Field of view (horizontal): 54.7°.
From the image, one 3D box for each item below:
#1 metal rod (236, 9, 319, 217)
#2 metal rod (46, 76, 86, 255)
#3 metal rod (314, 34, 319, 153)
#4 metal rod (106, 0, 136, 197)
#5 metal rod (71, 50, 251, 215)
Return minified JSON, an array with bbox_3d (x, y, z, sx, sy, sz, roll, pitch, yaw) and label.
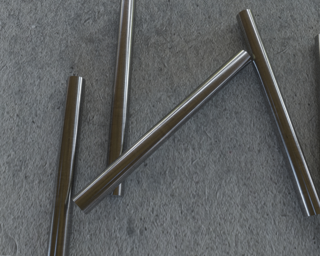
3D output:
[{"bbox_3d":[0.156,-0.034,0.421,0.025,0.025,0.299,-10,70,-4],"label":"metal rod"},{"bbox_3d":[-0.117,0.074,0.380,0.025,0.025,0.299,0,70,0],"label":"metal rod"},{"bbox_3d":[0.223,0.006,0.407,0.025,0.025,0.299,7,70,2],"label":"metal rod"},{"bbox_3d":[-0.053,-0.057,0.428,0.025,0.025,0.299,1,70,0],"label":"metal rod"},{"bbox_3d":[0.016,-0.007,0.394,0.025,0.025,0.301,43,69,14],"label":"metal rod"}]
